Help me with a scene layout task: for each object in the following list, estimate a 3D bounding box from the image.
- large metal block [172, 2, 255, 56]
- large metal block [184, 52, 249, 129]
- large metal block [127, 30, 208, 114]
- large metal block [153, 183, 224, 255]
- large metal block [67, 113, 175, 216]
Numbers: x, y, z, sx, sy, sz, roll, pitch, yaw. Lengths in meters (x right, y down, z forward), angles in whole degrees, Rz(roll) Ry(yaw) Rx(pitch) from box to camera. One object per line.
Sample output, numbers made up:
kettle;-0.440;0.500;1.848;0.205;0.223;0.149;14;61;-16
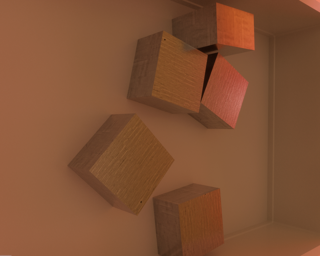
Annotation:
large metal block;0.074;-0.131;0.435;0.081;0.080;0.050;-4;93;-40
large metal block;0.078;-0.052;0.459;0.080;0.050;0.080;33;70;-36
large metal block;0.011;-0.067;0.401;0.081;0.050;0.080;16;80;-39
large metal block;0.040;0.128;0.427;0.081;0.050;0.079;-9;96;-40
large metal block;-0.042;0.040;0.357;0.080;0.050;0.080;52;60;-28
